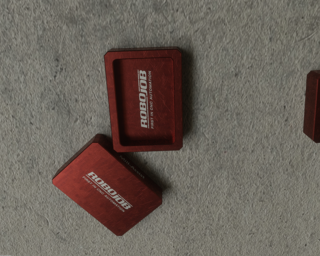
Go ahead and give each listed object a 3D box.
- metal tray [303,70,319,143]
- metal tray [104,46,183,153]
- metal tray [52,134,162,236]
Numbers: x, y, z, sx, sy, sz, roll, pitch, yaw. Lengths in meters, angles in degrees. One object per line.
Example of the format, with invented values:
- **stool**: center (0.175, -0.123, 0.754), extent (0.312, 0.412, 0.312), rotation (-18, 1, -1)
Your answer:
- **metal tray**: center (0.258, -0.032, 0.397), extent (0.131, 0.030, 0.089), rotation (-5, 110, 1)
- **metal tray**: center (-0.018, -0.035, 0.393), extent (0.091, 0.030, 0.129), rotation (-2, 110, 0)
- **metal tray**: center (-0.071, 0.082, 0.437), extent (0.090, 0.030, 0.130), rotation (-42, 105, 13)
